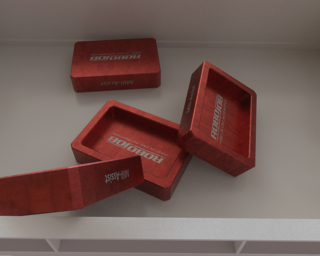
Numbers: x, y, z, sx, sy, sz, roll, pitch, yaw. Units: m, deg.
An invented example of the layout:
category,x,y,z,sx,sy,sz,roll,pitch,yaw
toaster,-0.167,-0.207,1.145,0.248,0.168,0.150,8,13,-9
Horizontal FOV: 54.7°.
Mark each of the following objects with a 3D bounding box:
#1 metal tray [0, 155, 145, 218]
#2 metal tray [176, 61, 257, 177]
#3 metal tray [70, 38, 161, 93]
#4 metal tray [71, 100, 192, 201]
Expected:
category,x,y,z,sx,sy,sz,roll,pitch,yaw
metal tray,-0.079,0.050,0.284,0.090,0.130,0.030,-10,86,17
metal tray,0.076,-0.015,0.388,0.090,0.030,0.130,29,49,-15
metal tray,-0.068,-0.100,0.485,0.131,0.030,0.090,-4,50,-4
metal tray,-0.029,0.022,0.382,0.130,0.030,0.090,21,53,16
